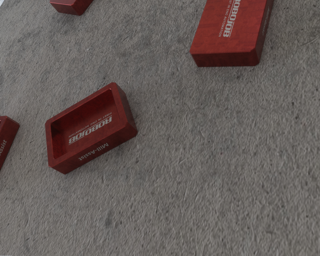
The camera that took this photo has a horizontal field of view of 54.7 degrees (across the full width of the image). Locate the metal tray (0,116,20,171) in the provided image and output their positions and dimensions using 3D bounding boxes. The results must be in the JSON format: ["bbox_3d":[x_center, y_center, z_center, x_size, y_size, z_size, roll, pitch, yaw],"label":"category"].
[{"bbox_3d":[-0.307,0.044,0.535,0.090,0.030,0.130,-2,60,27],"label":"metal tray"}]

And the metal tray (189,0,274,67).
[{"bbox_3d":[0.103,-0.147,0.437,0.090,0.030,0.130,6,64,30],"label":"metal tray"}]

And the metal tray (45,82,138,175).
[{"bbox_3d":[-0.104,0.000,0.455,0.130,0.030,0.090,-29,52,10],"label":"metal tray"}]

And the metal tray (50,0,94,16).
[{"bbox_3d":[-0.172,-0.309,0.681,0.090,0.030,0.130,23,74,36],"label":"metal tray"}]
